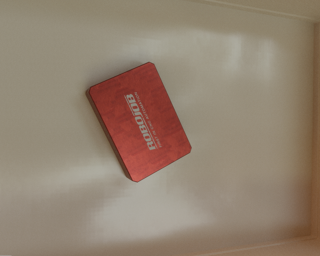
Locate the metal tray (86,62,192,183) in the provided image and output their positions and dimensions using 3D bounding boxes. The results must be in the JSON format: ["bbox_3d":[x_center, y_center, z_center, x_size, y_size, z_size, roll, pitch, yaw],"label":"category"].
[{"bbox_3d":[-0.026,-0.008,0.399,0.091,0.030,0.129,-28,99,-18],"label":"metal tray"}]
